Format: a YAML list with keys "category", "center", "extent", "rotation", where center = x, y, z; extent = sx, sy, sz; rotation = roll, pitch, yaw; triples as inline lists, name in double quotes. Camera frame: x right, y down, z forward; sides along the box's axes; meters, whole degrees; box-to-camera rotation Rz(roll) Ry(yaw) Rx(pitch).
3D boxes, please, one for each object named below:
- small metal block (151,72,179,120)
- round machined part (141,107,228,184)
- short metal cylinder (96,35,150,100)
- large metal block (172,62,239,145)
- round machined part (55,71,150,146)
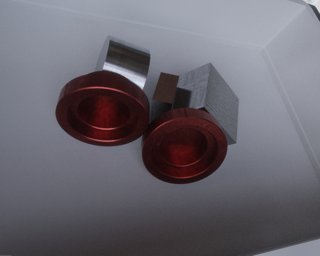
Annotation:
- category: "small metal block"
  center: [0.006, -0.037, 0.414]
  extent: [0.025, 0.050, 0.050]
  rotation: [13, 54, 3]
- category: "round machined part"
  center: [0.027, 0.017, 0.371]
  extent: [0.099, 0.097, 0.042]
  rotation: [19, 29, -18]
- category: "short metal cylinder"
  center: [-0.051, -0.068, 0.386]
  extent: [0.050, 0.080, 0.080]
  rotation: [16, 55, -20]
- category: "large metal block"
  center: [0.065, -0.027, 0.423]
  extent: [0.080, 0.050, 0.080]
  rotation: [43, 45, -34]
- category: "round machined part"
  center: [-0.061, -0.024, 0.343]
  extent: [0.099, 0.097, 0.042]
  rotation: [16, 48, -20]
